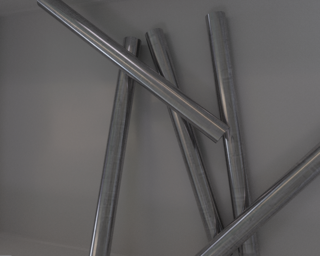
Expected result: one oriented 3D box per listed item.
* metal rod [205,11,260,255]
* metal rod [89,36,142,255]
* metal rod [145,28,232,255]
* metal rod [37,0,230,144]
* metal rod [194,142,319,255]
[{"bbox_3d":[0.088,0.007,0.379,0.025,0.025,0.298,-8,87,20],"label":"metal rod"},{"bbox_3d":[-0.056,0.025,0.394,0.025,0.025,0.299,3,77,20],"label":"metal rod"},{"bbox_3d":[0.035,0.015,0.397,0.025,0.025,0.299,-19,84,19],"label":"metal rod"},{"bbox_3d":[-0.042,-0.083,0.390,0.300,0.025,0.025,39,102,12],"label":"metal rod"},{"bbox_3d":[0.143,0.063,0.340,0.300,0.025,0.025,-45,76,7],"label":"metal rod"}]
